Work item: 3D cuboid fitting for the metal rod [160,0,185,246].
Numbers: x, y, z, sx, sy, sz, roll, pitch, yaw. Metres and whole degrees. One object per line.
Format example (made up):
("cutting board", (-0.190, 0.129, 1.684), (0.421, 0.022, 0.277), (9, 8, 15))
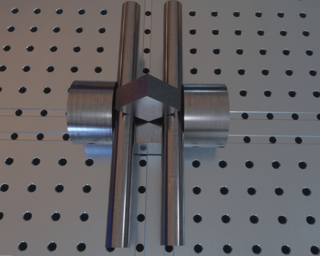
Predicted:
("metal rod", (0.015, -0.022, 0.363), (0.025, 0.025, 0.299), (1, 70, 0))

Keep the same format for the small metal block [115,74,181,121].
("small metal block", (-0.013, -0.031, 0.339), (0.050, 0.050, 0.025), (-17, 64, 41))

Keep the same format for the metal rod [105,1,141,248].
("metal rod", (-0.040, -0.020, 0.362), (0.025, 0.025, 0.299), (1, 70, 0))

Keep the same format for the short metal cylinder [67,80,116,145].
("short metal cylinder", (-0.079, -0.019, 0.385), (0.050, 0.080, 0.080), (1, 70, 0))

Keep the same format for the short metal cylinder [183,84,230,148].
("short metal cylinder", (0.053, -0.015, 0.384), (0.050, 0.080, 0.080), (0, 70, 1))

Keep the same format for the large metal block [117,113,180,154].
("large metal block", (-0.013, -0.012, 0.398), (0.081, 0.050, 0.080), (1, 70, 0))
